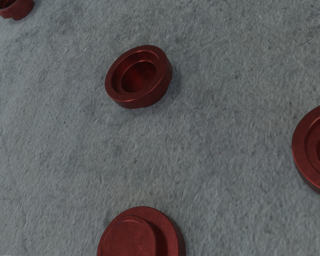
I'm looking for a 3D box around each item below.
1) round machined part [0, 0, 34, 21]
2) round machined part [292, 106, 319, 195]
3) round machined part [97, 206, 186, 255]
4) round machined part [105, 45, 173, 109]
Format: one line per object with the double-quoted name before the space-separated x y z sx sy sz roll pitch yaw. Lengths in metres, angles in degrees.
"round machined part" -0.349 -0.303 0.758 0.098 0.042 0.098 -13 56 20
"round machined part" 0.176 0.024 0.286 0.098 0.042 0.098 -13 56 20
"round machined part" -0.026 0.130 0.326 0.098 0.042 0.098 -13 56 20
"round machined part" -0.026 -0.069 0.447 0.098 0.042 0.098 -13 56 20
